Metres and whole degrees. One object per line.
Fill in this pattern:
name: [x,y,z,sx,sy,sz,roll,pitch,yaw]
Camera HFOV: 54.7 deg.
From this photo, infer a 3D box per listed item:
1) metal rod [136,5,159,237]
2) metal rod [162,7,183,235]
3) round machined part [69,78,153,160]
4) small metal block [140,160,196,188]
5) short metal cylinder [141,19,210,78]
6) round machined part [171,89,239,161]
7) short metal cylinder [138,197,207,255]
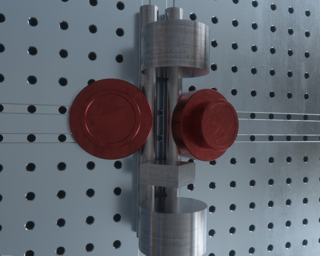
metal rod: [-0.016,-0.008,0.406,0.025,0.025,0.298,1,90,-20]
metal rod: [0.017,-0.009,0.418,0.025,0.025,0.298,1,90,-20]
round machined part: [-0.058,-0.011,0.369,0.099,0.042,0.097,0,90,-6]
small metal block: [0.010,0.055,0.378,0.050,0.050,0.025,2,89,-62]
short metal cylinder: [0.018,-0.090,0.366,0.081,0.080,0.050,1,90,-20]
round machined part: [0.067,-0.004,0.414,0.099,0.042,0.097,0,91,-35]
short metal cylinder: [0.015,0.115,0.366,0.081,0.080,0.050,1,90,-20]
